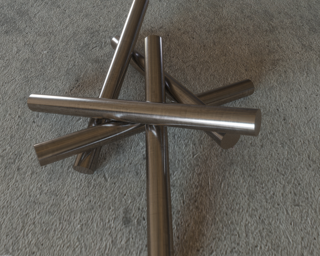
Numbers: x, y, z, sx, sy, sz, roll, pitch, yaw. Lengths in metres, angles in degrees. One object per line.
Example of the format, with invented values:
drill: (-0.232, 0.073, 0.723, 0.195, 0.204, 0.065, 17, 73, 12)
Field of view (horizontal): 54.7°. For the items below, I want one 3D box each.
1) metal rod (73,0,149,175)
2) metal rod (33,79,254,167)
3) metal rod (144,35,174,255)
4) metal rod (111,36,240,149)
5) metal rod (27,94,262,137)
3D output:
metal rod: (-0.060, -0.079, 0.433, 0.025, 0.025, 0.300, 9, 61, 7)
metal rod: (-0.001, -0.015, 0.392, 0.302, 0.025, 0.025, -19, 52, -25)
metal rod: (-0.003, 0.019, 0.343, 0.025, 0.025, 0.299, -2, 63, -1)
metal rod: (0.000, -0.067, 0.418, 0.025, 0.025, 0.300, -23, 42, -18)
metal rod: (-0.042, -0.020, 0.350, 0.300, 0.025, 0.025, 7, 48, 30)
